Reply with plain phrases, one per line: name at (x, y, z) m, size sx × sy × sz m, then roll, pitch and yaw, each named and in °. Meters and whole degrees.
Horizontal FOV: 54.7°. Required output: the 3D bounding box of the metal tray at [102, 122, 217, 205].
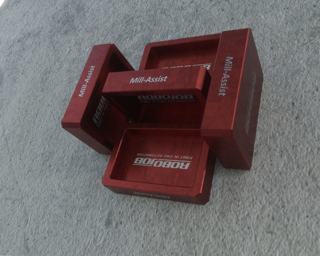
metal tray at (0.001, 0.039, 0.379) m, size 0.130 × 0.030 × 0.090 m, roll 1°, pitch 61°, yaw 28°

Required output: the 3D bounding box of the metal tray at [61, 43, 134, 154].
metal tray at (-0.074, -0.039, 0.426) m, size 0.030 × 0.090 × 0.130 m, roll 1°, pitch 63°, yaw 29°

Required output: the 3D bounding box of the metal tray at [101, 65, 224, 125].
metal tray at (0.006, -0.034, 0.383) m, size 0.130 × 0.090 × 0.030 m, roll 1°, pitch 64°, yaw 29°

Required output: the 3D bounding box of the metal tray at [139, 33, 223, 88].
metal tray at (0.033, -0.082, 0.436) m, size 0.130 × 0.030 × 0.090 m, roll 1°, pitch 65°, yaw 28°

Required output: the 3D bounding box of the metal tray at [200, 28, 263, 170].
metal tray at (0.084, -0.030, 0.338) m, size 0.030 × 0.090 × 0.130 m, roll 1°, pitch 62°, yaw 29°
